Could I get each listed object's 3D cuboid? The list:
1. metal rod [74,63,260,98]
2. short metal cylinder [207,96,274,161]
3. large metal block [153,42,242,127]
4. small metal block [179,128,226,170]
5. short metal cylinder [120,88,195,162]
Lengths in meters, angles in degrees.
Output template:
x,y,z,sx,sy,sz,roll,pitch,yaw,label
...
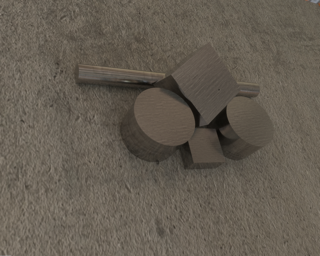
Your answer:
x,y,z,sx,sy,sz,roll,pitch,yaw,label
0.029,-0.067,0.461,0.303,0.025,0.025,1,62,-28,metal rod
0.116,0.001,0.451,0.081,0.050,0.080,14,56,-21,short metal cylinder
0.052,-0.057,0.429,0.080,0.050,0.080,-44,103,-26,large metal block
0.054,0.028,0.418,0.050,0.025,0.050,2,61,-27,small metal block
-0.004,-0.003,0.388,0.081,0.050,0.080,14,56,-21,short metal cylinder
